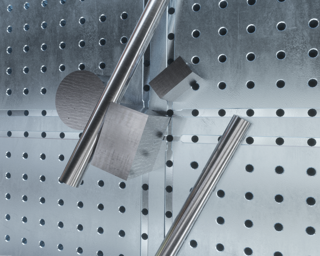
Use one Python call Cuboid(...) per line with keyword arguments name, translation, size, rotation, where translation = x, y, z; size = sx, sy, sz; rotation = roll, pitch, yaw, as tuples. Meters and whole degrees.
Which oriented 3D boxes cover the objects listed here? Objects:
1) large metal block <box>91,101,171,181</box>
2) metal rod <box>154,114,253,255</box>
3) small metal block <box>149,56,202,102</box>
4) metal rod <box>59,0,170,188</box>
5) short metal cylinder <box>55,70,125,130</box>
Cuboid(name="large metal block", translation=(-0.034, 0.014, 0.395), size=(0.050, 0.080, 0.080), rotation=(21, 97, 18))
Cuboid(name="metal rod", translation=(0.033, 0.120, 0.400), size=(0.025, 0.025, 0.299), rotation=(30, 100, 17))
Cuboid(name="small metal block", translation=(0.021, -0.060, 0.392), size=(0.050, 0.050, 0.025), rotation=(-39, 78, 16))
Cuboid(name="metal rod", translation=(-0.046, -0.068, 0.389), size=(0.025, 0.025, 0.299), rotation=(23, 83, 18))
Cuboid(name="short metal cylinder", translation=(-0.097, -0.037, 0.433), size=(0.080, 0.050, 0.079), rotation=(0, 90, 20))
